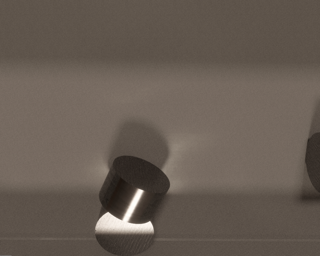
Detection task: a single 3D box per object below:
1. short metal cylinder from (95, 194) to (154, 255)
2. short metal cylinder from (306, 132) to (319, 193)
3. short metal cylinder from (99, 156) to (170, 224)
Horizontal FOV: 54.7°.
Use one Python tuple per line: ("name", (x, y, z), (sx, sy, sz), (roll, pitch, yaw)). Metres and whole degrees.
("short metal cylinder", (-0.049, 0.135, 0.447), (0.081, 0.050, 0.079), (0, 110, -1))
("short metal cylinder", (0.233, 0.045, 0.402), (0.050, 0.080, 0.079), (-2, 110, 0))
("short metal cylinder", (-0.034, 0.080, 0.411), (0.080, 0.080, 0.050), (23, 108, -9))
